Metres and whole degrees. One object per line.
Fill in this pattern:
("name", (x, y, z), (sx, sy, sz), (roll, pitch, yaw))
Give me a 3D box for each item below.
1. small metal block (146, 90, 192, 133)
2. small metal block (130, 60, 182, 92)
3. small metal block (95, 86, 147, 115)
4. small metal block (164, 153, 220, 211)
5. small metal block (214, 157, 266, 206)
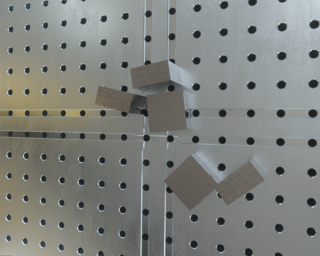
("small metal block", (0.012, -0.021, 0.409), (0.050, 0.025, 0.050), (-7, 88, 20))
("small metal block", (-0.004, -0.066, 0.401), (0.050, 0.050, 0.025), (-9, 87, 20))
("small metal block", (-0.051, -0.037, 0.418), (0.050, 0.050, 0.025), (15, 95, 19))
("small metal block", (0.042, 0.068, 0.398), (0.050, 0.025, 0.050), (-46, 76, 14))
("small metal block", (0.096, 0.061, 0.366), (0.050, 0.050, 0.025), (-39, 78, 16))
